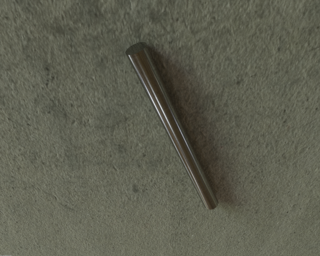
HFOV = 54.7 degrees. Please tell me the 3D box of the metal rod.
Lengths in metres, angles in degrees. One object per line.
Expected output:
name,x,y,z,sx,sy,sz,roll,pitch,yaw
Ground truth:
metal rod,0.029,0.020,0.424,0.025,0.025,0.299,-17,129,13
